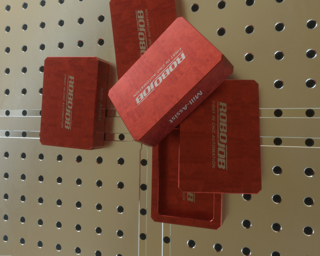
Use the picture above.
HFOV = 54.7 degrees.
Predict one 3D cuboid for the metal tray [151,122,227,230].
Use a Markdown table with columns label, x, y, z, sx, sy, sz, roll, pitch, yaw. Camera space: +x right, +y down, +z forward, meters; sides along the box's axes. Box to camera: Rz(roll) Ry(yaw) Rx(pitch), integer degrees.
| label | x | y | z | sx | sy | sz | roll | pitch | yaw |
| --- | --- | --- | --- | --- | --- | --- | --- | --- | --- |
| metal tray | 0.037 | 0.056 | 0.396 | 0.090 | 0.030 | 0.129 | 1 | 90 | 19 |

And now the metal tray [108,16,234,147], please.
| label | x | y | z | sx | sy | sz | roll | pitch | yaw |
| --- | --- | --- | --- | --- | --- | --- | --- | --- | --- |
| metal tray | 0.007 | -0.053 | 0.357 | 0.130 | 0.030 | 0.090 | -44 | 54 | 14 |

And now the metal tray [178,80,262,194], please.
| label | x | y | z | sx | sy | sz | roll | pitch | yaw |
| --- | --- | --- | --- | --- | --- | --- | --- | --- | --- |
| metal tray | 0.067 | 0.010 | 0.361 | 0.091 | 0.030 | 0.129 | 1 | 80 | 3 |

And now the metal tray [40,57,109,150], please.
| label | x | y | z | sx | sy | sz | roll | pitch | yaw |
| --- | --- | --- | --- | --- | --- | --- | --- | --- | --- |
| metal tray | -0.126 | -0.037 | 0.453 | 0.090 | 0.030 | 0.129 | 4 | 91 | 19 |

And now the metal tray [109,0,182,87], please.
| label | x | y | z | sx | sy | sz | roll | pitch | yaw |
| --- | --- | --- | --- | --- | --- | --- | --- | --- | --- |
| metal tray | -0.014 | -0.116 | 0.414 | 0.090 | 0.030 | 0.129 | -8 | 88 | 19 |
